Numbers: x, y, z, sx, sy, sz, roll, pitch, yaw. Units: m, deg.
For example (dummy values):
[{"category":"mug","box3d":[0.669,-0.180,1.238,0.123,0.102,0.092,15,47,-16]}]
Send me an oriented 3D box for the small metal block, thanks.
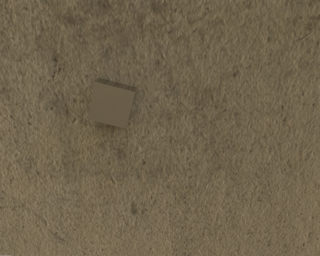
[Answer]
[{"category":"small metal block","box3d":[-0.061,-0.032,0.397,0.050,0.025,0.050,14,109,-6]}]
